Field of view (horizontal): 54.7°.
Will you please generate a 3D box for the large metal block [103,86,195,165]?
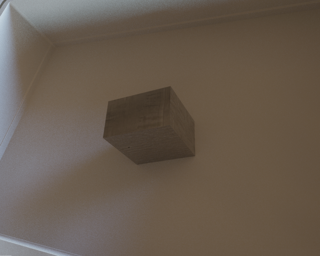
[{"bbox_3d":[-0.009,0.001,0.373,0.080,0.080,0.050,-11,57,22],"label":"large metal block"}]
